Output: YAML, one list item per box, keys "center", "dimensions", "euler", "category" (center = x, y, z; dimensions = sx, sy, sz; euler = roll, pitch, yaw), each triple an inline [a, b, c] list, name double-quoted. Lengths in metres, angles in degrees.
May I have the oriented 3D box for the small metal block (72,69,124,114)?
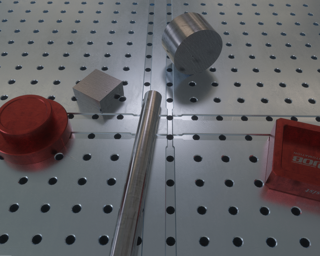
- center: [-0.089, -0.055, 0.453]
  dimensions: [0.050, 0.025, 0.050]
  euler: [27, 55, 21]
  category: "small metal block"

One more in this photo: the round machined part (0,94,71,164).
- center: [-0.169, -0.005, 0.400]
  dimensions: [0.099, 0.042, 0.098]
  euler: [0, 50, 0]
  category: "round machined part"

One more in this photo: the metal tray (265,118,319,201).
- center: [0.199, 0.042, 0.370]
  dimensions: [0.131, 0.030, 0.090]
  euler: [13, 51, 11]
  category: "metal tray"

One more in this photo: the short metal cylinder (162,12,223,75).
- center: [0.049, -0.130, 0.482]
  dimensions: [0.081, 0.080, 0.050]
  euler: [-17, 52, -14]
  category: "short metal cylinder"

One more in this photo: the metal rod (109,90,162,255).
- center: [-0.028, 0.069, 0.349]
  dimensions: [0.025, 0.025, 0.300]
  euler: [6, 50, 4]
  category: "metal rod"
